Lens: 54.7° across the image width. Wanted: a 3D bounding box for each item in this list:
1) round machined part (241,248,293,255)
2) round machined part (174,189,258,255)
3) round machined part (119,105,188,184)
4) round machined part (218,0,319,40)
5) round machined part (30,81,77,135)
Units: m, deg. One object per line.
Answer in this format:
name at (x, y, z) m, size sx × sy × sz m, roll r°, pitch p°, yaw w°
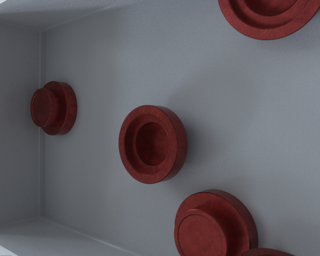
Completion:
round machined part at (0.111, 0.152, 0.267) m, size 0.098 × 0.099 × 0.042 m, roll 23°, pitch 104°, yaw 37°
round machined part at (0.055, 0.121, 0.349) m, size 0.098 × 0.042 × 0.097 m, roll 0°, pitch 90°, yaw 39°
round machined part at (-0.004, 0.020, 0.397) m, size 0.098 × 0.042 × 0.097 m, roll 0°, pitch 90°, yaw 39°
round machined part at (0.107, -0.136, 0.290) m, size 0.098 × 0.042 × 0.097 m, roll 19°, pitch 127°, yaw 27°
round machined part at (-0.195, -0.036, 0.553) m, size 0.098 × 0.042 × 0.097 m, roll 0°, pitch 90°, yaw 39°
